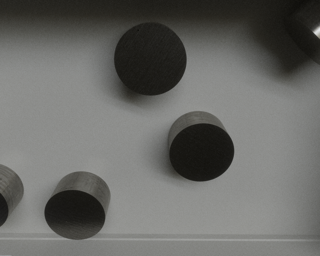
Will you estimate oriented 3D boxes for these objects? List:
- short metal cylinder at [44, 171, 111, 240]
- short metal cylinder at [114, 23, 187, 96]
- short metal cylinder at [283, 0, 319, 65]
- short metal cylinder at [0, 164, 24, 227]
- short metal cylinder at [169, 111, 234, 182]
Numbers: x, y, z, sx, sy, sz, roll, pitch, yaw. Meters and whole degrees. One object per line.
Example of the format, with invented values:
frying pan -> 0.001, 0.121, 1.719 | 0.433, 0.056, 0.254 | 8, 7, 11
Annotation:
short metal cylinder -> -0.114, 0.108, 0.436 | 0.081, 0.050, 0.079 | 0, 110, -1
short metal cylinder -> -0.011, -0.083, 0.367 | 0.081, 0.050, 0.079 | 0, 110, -1
short metal cylinder -> 0.186, -0.111, 0.344 | 0.050, 0.080, 0.080 | -42, 105, 13
short metal cylinder -> -0.240, 0.095, 0.430 | 0.081, 0.050, 0.079 | 0, 110, -1
short metal cylinder -> 0.052, 0.023, 0.407 | 0.081, 0.050, 0.079 | 0, 110, -1
